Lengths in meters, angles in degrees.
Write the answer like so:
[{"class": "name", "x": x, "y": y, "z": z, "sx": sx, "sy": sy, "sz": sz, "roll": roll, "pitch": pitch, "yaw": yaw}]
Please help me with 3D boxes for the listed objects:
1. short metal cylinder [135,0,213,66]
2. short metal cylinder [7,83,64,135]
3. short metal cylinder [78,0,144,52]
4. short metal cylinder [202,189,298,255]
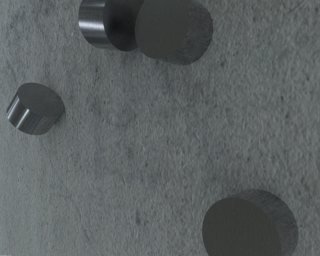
[{"class": "short metal cylinder", "x": 0.016, "y": -0.119, "z": 0.374, "sx": 0.080, "sy": 0.050, "sz": 0.079, "roll": 0, "pitch": 90, "yaw": 39}, {"class": "short metal cylinder", "x": -0.219, "y": -0.034, "z": 0.547, "sx": 0.050, "sy": 0.081, "sz": 0.080, "roll": -46, "pitch": 63, "yaw": 30}, {"class": "short metal cylinder", "x": -0.061, "y": -0.146, "z": 0.417, "sx": 0.050, "sy": 0.081, "sz": 0.079, "roll": 17, "pitch": 101, "yaw": 38}, {"class": "short metal cylinder", "x": 0.090, "y": 0.106, "z": 0.313, "sx": 0.080, "sy": 0.050, "sz": 0.079, "roll": 0, "pitch": 90, "yaw": 39}]
